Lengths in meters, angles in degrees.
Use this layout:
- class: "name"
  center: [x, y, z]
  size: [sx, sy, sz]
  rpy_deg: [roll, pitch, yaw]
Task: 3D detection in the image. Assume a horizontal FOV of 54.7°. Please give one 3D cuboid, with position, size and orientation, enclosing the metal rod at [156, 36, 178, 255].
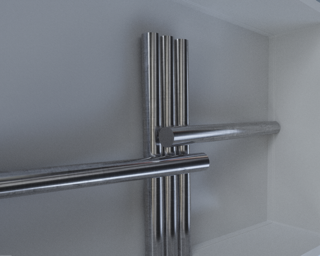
- class: "metal rod"
  center: [0.010, 0.029, 0.415]
  size: [0.025, 0.025, 0.298]
  rpy_deg: [-2, 91, -40]

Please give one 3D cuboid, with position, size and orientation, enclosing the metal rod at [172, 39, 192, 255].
- class: "metal rod"
  center: [0.030, 0.028, 0.432]
  size: [0.025, 0.025, 0.298]
  rpy_deg: [-2, 91, -40]

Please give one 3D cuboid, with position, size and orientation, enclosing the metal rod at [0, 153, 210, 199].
- class: "metal rod"
  center: [-0.067, 0.049, 0.329]
  size: [0.303, 0.025, 0.025]
  rpy_deg: [-2, 91, -34]

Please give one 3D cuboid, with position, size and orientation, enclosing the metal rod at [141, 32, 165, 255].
- class: "metal rod"
  center: [-0.009, 0.030, 0.399]
  size: [0.025, 0.025, 0.298]
  rpy_deg: [-2, 91, -40]

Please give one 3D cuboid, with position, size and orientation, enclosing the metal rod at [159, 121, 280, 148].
- class: "metal rod"
  center: [0.112, 0.005, 0.479]
  size: [0.302, 0.025, 0.025]
  rpy_deg: [-3, 92, -46]
